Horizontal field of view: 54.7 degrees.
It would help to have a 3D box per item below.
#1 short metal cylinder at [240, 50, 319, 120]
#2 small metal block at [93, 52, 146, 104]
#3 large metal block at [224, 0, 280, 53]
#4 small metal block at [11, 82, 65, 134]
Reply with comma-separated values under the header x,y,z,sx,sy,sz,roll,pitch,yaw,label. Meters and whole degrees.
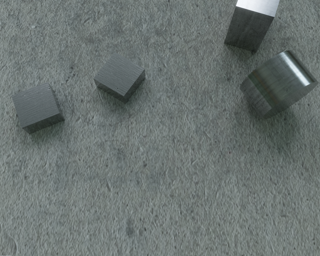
x,y,z,sx,sy,sz,roll,pitch,yaw,label
0.152,-0.054,0.400,0.080,0.080,0.050,-28,73,-10,short metal cylinder
-0.056,-0.070,0.433,0.050,0.025,0.050,31,73,10,small metal block
0.134,-0.169,0.442,0.050,0.080,0.080,19,71,7,large metal block
-0.163,-0.027,0.417,0.050,0.025,0.050,-23,72,-8,small metal block
